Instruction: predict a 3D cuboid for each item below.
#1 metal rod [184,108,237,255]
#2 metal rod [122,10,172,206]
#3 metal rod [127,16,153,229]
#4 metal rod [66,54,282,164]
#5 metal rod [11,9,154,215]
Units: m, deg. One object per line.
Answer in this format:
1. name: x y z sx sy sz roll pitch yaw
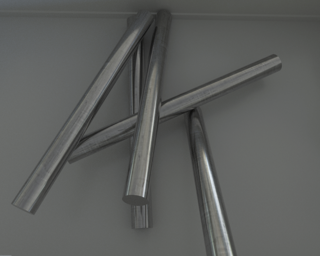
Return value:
1. metal rod: 0.050 0.072 0.303 0.025 0.025 0.300 -2 38 -1
2. metal rod: -0.009 -0.050 0.383 0.025 0.025 0.300 6 53 2
3. metal rod: -0.029 -0.022 0.417 0.025 0.025 0.299 -3 70 -2
4. metal rod: 0.024 -0.029 0.395 0.302 0.025 0.025 -24 72 -12
5. metal rod: -0.078 -0.039 0.375 0.025 0.025 0.300 22 62 7
